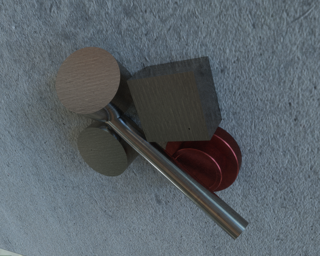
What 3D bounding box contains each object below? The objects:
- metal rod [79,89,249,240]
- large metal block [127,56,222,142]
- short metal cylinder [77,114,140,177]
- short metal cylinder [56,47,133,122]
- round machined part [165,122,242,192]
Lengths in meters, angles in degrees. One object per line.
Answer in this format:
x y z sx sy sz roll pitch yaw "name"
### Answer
-0.019 0.022 0.388 0.300 0.025 0.025 40 130 17 "metal rod"
0.019 -0.031 0.360 0.080 0.050 0.080 -3 117 29 "large metal block"
-0.069 0.022 0.444 0.080 0.050 0.079 13 124 21 "short metal cylinder"
-0.077 -0.051 0.377 0.080 0.050 0.080 -2 80 14 "short metal cylinder"
0.051 0.044 0.397 0.098 0.042 0.097 13 124 21 "round machined part"
